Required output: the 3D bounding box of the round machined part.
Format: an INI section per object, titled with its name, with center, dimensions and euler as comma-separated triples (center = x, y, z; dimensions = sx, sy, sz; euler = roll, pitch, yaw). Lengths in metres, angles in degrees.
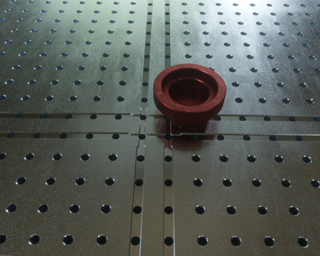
[round machined part]
center = 0.040, -0.043, 0.433
dimensions = 0.099, 0.042, 0.098
euler = 0, 50, 0
